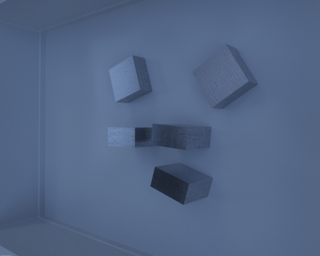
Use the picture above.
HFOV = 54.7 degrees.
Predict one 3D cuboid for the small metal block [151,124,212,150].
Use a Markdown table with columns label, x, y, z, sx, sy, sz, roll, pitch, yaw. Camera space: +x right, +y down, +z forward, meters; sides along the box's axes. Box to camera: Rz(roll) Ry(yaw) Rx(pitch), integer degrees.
| label | x | y | z | sx | sy | sz | roll | pitch | yaw |
| --- | --- | --- | --- | --- | --- | --- | --- | --- | --- |
| small metal block | 0.026 | 0.009 | 0.368 | 0.050 | 0.050 | 0.025 | 6 | 94 | 39 |

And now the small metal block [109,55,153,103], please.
| label | x | y | z | sx | sy | sz | roll | pitch | yaw |
| --- | --- | --- | --- | --- | --- | --- | --- | --- | --- |
| small metal block | -0.042 | -0.068 | 0.439 | 0.050 | 0.025 | 0.050 | -21 | 77 | 37 |

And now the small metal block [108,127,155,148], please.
| label | x | y | z | sx | sy | sz | roll | pitch | yaw |
| --- | --- | --- | --- | --- | --- | --- | --- | --- | --- |
| small metal block | -0.034 | 0.012 | 0.417 | 0.050 | 0.050 | 0.025 | 0 | 90 | 39 |

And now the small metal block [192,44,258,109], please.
| label | x | y | z | sx | sy | sz | roll | pitch | yaw |
| --- | --- | --- | --- | --- | --- | --- | --- | --- | --- |
| small metal block | 0.072 | -0.056 | 0.346 | 0.050 | 0.025 | 0.050 | -38 | 67 | 33 |

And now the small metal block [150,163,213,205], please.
| label | x | y | z | sx | sy | sz | roll | pitch | yaw |
| --- | --- | --- | --- | --- | --- | --- | --- | --- | --- |
| small metal block | 0.026 | 0.064 | 0.368 | 0.050 | 0.050 | 0.025 | 22 | 104 | 37 |
